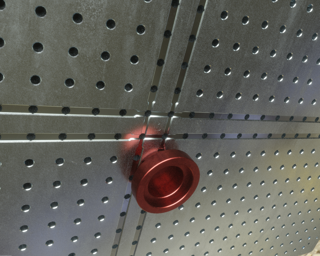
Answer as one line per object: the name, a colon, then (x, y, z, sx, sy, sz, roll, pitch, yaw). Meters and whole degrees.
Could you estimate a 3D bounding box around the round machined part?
round machined part: (0.005, 0.072, 0.446, 0.099, 0.042, 0.097, -14, 124, -21)
